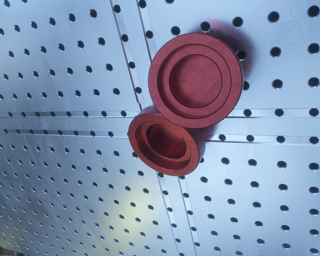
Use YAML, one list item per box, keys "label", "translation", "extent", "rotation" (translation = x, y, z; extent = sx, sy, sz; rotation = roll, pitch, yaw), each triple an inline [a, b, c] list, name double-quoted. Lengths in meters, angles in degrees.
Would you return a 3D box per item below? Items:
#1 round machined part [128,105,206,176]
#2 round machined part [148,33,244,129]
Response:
- label: "round machined part"
  translation: [0.012, 0.012, 0.397]
  extent: [0.098, 0.042, 0.097]
  rotation: [17, 132, 20]
- label: "round machined part"
  translation: [0.040, -0.051, 0.335]
  extent: [0.098, 0.042, 0.097]
  rotation: [4, 102, 17]
